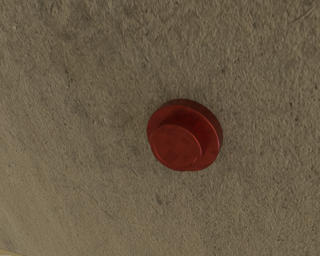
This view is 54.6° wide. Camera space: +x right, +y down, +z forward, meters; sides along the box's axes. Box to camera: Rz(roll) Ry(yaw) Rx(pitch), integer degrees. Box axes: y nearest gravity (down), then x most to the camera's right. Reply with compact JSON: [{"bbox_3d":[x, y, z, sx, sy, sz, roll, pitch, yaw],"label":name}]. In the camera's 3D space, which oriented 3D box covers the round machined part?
[{"bbox_3d":[0.027,0.016,0.392,0.098,0.042,0.097,13,124,21],"label":"round machined part"}]
